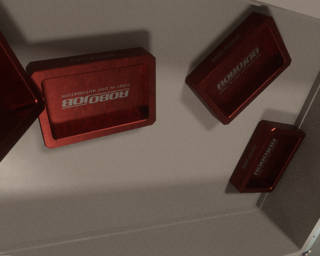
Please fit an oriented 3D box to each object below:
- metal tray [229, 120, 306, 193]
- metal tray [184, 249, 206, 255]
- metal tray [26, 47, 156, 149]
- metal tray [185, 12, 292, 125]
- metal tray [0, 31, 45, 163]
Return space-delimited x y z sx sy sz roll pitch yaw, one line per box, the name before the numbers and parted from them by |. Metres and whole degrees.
metal tray | 0.188 0.053 0.543 0.091 0.030 0.129 7 115 -32
metal tray | 0.032 0.303 0.616 0.131 0.030 0.089 -14 124 -21
metal tray | -0.070 -0.035 0.346 0.131 0.030 0.089 -14 124 -21
metal tray | 0.108 -0.077 0.418 0.130 0.030 0.090 -45 130 2
metal tray | -0.151 -0.045 0.238 0.030 0.090 0.129 -13 121 16
